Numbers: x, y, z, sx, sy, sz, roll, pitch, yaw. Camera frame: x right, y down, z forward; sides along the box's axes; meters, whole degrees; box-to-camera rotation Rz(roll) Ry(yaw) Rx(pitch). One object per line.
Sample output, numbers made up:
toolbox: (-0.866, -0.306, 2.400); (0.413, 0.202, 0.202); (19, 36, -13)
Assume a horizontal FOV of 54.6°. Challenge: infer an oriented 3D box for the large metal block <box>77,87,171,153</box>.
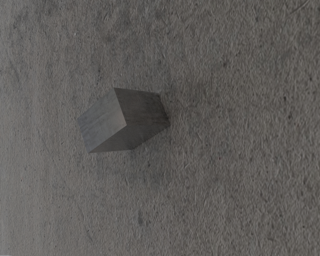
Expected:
large metal block: (-0.047, -0.008, 0.410); (0.080, 0.081, 0.050); (-33, 70, 35)
